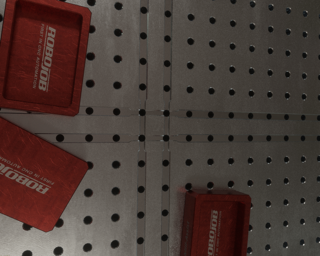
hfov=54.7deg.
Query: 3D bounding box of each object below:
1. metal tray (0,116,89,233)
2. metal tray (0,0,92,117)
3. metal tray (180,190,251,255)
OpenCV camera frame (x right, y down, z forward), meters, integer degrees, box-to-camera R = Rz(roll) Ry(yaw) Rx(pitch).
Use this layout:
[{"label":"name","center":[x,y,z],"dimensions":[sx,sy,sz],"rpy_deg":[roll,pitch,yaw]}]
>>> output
[{"label":"metal tray","center":[-0.161,0.049,0.351],"dimensions":[0.130,0.030,0.090],"rpy_deg":[32,79,-18]},{"label":"metal tray","center":[-0.134,-0.082,0.360],"dimensions":[0.091,0.030,0.129],"rpy_deg":[7,88,-20]},{"label":"metal tray","center":[0.079,0.156,0.440],"dimensions":[0.091,0.030,0.129],"rpy_deg":[6,88,-20]}]
